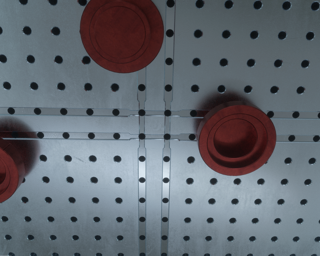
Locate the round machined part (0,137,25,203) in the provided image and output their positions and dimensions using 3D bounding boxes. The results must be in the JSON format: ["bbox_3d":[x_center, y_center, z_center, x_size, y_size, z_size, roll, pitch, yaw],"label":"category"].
[{"bbox_3d":[-0.233,0.051,0.420,0.099,0.042,0.097,0,110,-1],"label":"round machined part"}]

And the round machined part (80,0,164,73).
[{"bbox_3d":[-0.045,-0.112,0.362,0.099,0.042,0.097,0,110,-1],"label":"round machined part"}]

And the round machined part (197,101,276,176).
[{"bbox_3d":[0.098,0.011,0.410,0.099,0.042,0.097,0,110,-1],"label":"round machined part"}]
